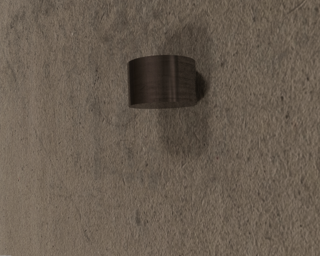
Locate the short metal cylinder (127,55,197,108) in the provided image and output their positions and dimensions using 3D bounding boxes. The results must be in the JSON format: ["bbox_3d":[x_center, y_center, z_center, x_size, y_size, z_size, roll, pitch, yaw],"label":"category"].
[{"bbox_3d":[0.003,-0.051,0.365,0.080,0.081,0.050,-4,88,39],"label":"short metal cylinder"}]
